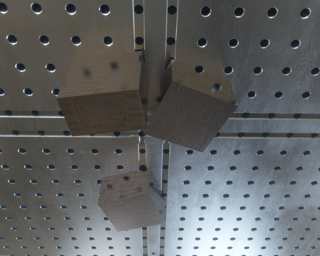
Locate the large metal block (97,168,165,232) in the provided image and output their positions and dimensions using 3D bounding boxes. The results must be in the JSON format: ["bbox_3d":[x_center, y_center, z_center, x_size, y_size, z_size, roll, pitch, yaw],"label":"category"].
[{"bbox_3d":[-0.042,0.116,0.493,0.080,0.050,0.080,-13,129,10],"label":"large metal block"}]

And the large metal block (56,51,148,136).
[{"bbox_3d":[-0.057,-0.040,0.341,0.080,0.080,0.050,-6,130,4],"label":"large metal block"}]

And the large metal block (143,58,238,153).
[{"bbox_3d":[0.033,-0.025,0.375,0.081,0.050,0.079,19,128,-16],"label":"large metal block"}]
